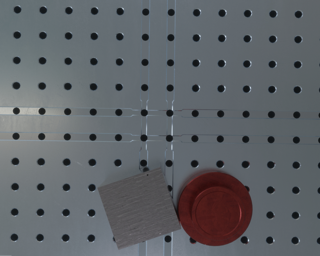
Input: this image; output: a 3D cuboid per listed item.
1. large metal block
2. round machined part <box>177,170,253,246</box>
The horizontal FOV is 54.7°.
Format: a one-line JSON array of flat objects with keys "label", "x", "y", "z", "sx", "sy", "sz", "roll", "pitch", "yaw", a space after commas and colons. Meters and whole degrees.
[{"label": "large metal block", "x": -0.025, "y": 0.097, "z": 0.401, "sx": 0.080, "sy": 0.050, "sz": 0.080, "roll": -19, "pitch": 90, "yaw": 0}, {"label": "round machined part", "x": 0.072, "y": 0.107, "z": 0.405, "sx": 0.099, "sy": 0.042, "sz": 0.097, "roll": 0, "pitch": 90, "yaw": 0}]
